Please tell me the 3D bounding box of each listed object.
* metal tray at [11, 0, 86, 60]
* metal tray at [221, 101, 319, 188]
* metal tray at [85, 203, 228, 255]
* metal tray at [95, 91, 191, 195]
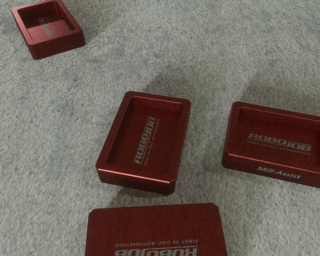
[{"bbox_3d":[-0.199,-0.179,0.547,0.091,0.030,0.130,-23,54,-19],"label":"metal tray"},{"bbox_3d":[0.149,0.018,0.386,0.131,0.030,0.090,12,51,9],"label":"metal tray"},{"bbox_3d":[-0.004,0.122,0.297,0.131,0.030,0.090,-2,50,-3],"label":"metal tray"},{"bbox_3d":[-0.015,0.013,0.388,0.090,0.030,0.130,10,51,7],"label":"metal tray"}]
